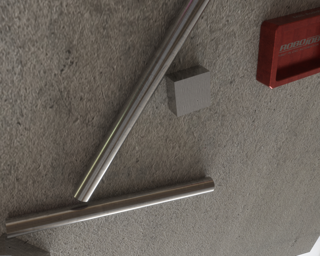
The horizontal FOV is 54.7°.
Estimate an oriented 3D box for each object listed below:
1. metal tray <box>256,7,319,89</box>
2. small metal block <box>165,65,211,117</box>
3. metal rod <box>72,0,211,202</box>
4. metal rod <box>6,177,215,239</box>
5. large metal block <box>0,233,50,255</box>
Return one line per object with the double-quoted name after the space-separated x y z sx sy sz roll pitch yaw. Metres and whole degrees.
0.203 -0.117 0.444 0.131 0.030 0.089 -19 126 -18 "metal tray"
0.037 -0.048 0.399 0.050 0.025 0.050 -20 126 -17 "small metal block"
-0.026 -0.035 0.372 0.025 0.025 0.299 22 106 -37 "metal rod"
-0.053 0.108 0.446 0.303 0.025 0.025 -6 121 -26 "metal rod"
-0.182 0.193 0.392 0.050 0.080 0.080 -41 130 -1 "large metal block"
